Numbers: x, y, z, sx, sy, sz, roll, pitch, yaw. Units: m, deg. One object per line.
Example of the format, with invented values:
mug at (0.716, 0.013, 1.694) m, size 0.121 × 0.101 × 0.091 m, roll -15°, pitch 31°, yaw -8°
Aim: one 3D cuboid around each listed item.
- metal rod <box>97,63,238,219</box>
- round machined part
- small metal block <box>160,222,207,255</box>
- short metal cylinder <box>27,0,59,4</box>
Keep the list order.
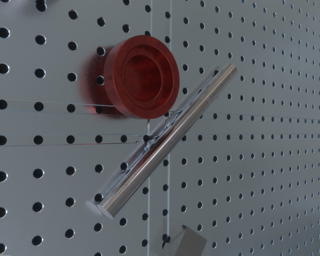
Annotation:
metal rod at (0.026, 0.001, 0.431) m, size 0.301 × 0.025 × 0.025 m, roll -47°, pitch 118°, yaw -30°
round machined part at (-0.026, -0.059, 0.377) m, size 0.099 × 0.042 × 0.097 m, roll 0°, pitch 90°, yaw -40°
small metal block at (0.034, 0.170, 0.439) m, size 0.050 × 0.025 × 0.050 m, roll 43°, pitch 64°, yaw -32°
short metal cylinder at (-0.113, -0.168, 0.298) m, size 0.081 × 0.050 × 0.079 m, roll 0°, pitch 90°, yaw -40°
